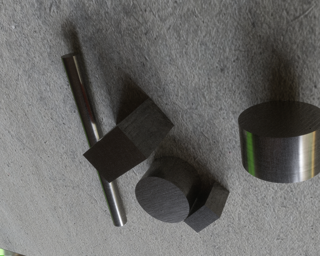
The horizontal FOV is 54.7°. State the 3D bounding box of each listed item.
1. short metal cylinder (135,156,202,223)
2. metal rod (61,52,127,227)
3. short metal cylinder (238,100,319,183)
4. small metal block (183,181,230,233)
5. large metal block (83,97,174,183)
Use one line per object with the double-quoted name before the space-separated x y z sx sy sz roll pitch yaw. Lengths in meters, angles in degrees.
"short metal cylinder" 0.012 0.086 0.438 0.080 0.050 0.079 13 124 21
"metal rod" -0.094 0.034 0.477 0.025 0.025 0.298 4 120 26
"short metal cylinder" 0.122 0.011 0.314 0.080 0.080 0.050 2 120 27
"small metal block" 0.064 0.107 0.423 0.025 0.050 0.050 40 129 1
"large metal block" -0.039 0.015 0.401 0.050 0.080 0.080 49 129 -6
